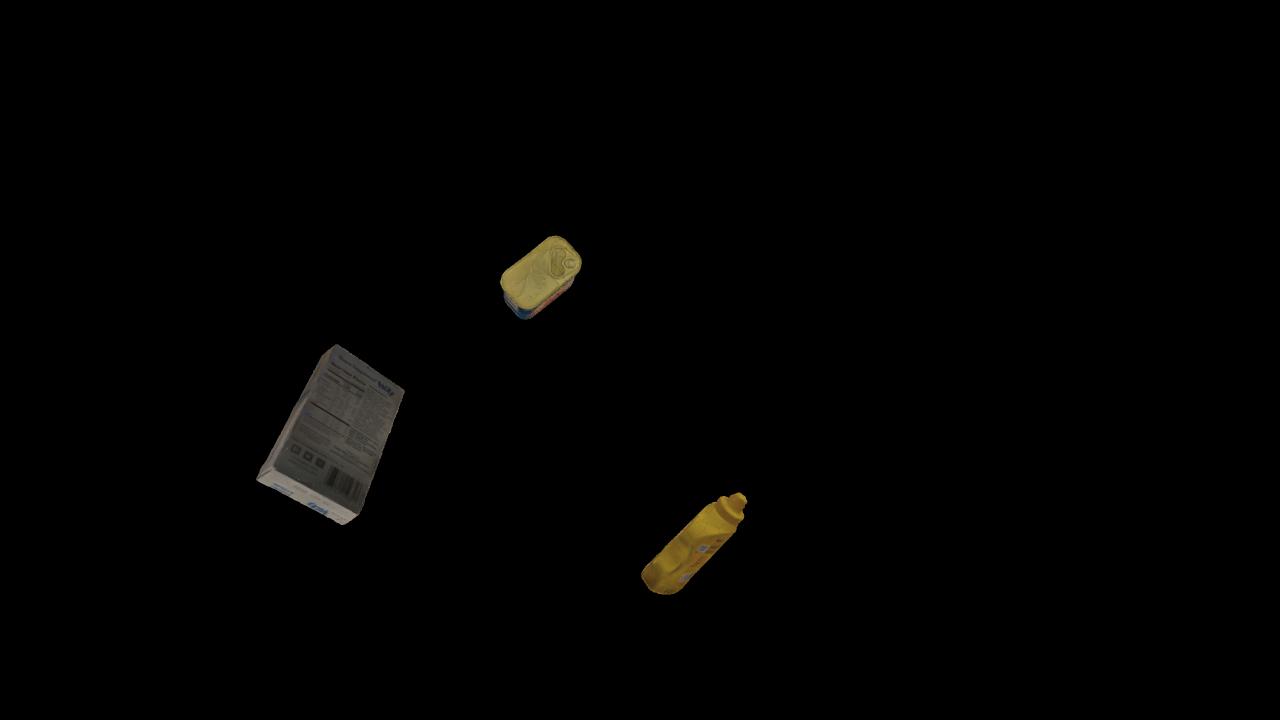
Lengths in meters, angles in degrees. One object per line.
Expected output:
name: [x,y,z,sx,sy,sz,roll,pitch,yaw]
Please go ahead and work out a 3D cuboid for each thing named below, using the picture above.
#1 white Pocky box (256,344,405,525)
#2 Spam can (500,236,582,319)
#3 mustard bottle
white Pocky box: [-0.269,0.062,0.551,0.028,0.154,0.084,-31,-55,21]
Spam can: [-0.129,-0.103,0.792,0.101,0.058,0.085,-41,3,-14]
mustard bottle: [0.086,0.252,0.862,0.092,0.184,0.054,16,30,-47]
